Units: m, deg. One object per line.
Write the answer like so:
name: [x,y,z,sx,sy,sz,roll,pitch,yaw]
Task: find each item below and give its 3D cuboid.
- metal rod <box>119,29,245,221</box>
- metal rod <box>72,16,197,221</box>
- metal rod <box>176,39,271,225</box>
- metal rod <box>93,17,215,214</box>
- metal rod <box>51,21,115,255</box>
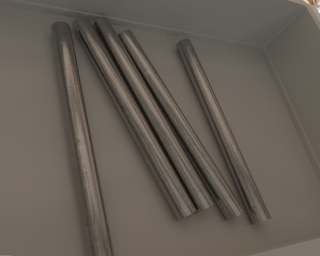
metal rod: [0.021,-0.013,0.426,0.025,0.025,0.299,-21,73,-36]
metal rod: [-0.040,-0.023,0.399,0.025,0.025,0.299,-19,72,-36]
metal rod: [0.086,-0.009,0.459,0.025,0.025,0.299,-6,65,-31]
metal rod: [-0.015,-0.028,0.415,0.025,0.025,0.299,-19,72,-35]
metal rod: [-0.094,-0.002,0.356,0.025,0.025,0.299,-2,63,-30]
